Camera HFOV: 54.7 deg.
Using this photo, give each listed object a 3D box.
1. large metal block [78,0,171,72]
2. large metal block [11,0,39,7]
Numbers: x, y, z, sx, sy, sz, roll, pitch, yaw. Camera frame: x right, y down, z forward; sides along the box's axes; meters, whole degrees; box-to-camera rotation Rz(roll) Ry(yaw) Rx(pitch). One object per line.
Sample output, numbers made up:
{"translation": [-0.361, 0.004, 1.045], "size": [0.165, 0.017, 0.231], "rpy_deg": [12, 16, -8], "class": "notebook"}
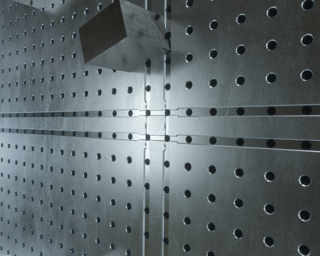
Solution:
{"translation": [-0.047, -0.117, 0.410], "size": [0.080, 0.081, 0.050], "rpy_deg": [-20, 78, 38], "class": "large metal block"}
{"translation": [-0.258, -0.300, 0.602], "size": [0.080, 0.050, 0.080], "rpy_deg": [-25, 74, 37], "class": "large metal block"}
